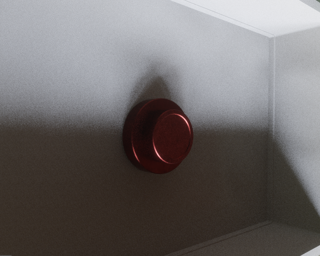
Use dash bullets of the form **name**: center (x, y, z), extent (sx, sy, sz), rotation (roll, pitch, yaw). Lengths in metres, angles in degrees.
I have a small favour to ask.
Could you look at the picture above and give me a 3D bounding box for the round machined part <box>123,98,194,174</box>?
- **round machined part**: center (0.005, 0.010, 0.397), extent (0.099, 0.042, 0.097), rotation (0, 90, -40)
